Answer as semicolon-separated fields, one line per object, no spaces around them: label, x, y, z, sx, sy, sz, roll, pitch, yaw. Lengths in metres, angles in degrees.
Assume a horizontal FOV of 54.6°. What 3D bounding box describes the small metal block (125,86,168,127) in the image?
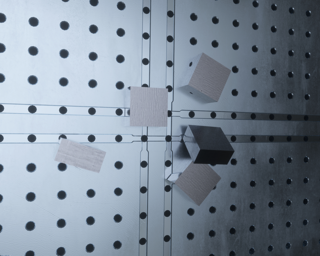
small metal block;-0.018;-0.027;0.406;0.050;0.025;0.050;1;90;-20

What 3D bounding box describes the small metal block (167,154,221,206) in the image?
small metal block;0.048;0.071;0.430;0.050;0.025;0.050;45;76;-15

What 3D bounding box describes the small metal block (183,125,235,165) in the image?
small metal block;0.065;0.022;0.420;0.050;0.050;0.025;4;127;-20

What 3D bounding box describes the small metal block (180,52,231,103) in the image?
small metal block;0.065;-0.069;0.436;0.050;0.025;0.050;27;81;-18

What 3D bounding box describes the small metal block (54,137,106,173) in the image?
small metal block;-0.095;0.031;0.364;0.050;0.050;0.025;20;84;-19
